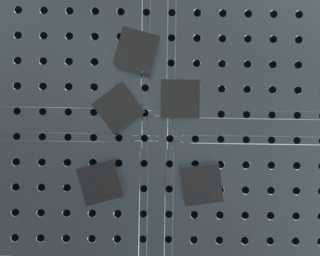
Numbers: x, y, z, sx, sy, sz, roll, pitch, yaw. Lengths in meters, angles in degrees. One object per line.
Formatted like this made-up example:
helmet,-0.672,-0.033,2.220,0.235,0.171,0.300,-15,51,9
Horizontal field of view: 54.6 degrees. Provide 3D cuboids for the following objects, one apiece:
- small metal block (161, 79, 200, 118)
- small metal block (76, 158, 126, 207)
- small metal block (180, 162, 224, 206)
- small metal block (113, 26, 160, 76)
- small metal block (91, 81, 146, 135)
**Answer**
small metal block,0.026,-0.038,0.414,0.050,0.025,0.050,1,90,0
small metal block,-0.078,0.071,0.413,0.050,0.025,0.050,-15,90,0
small metal block,0.055,0.074,0.414,0.050,0.025,0.050,-7,90,0
small metal block,-0.030,-0.102,0.413,0.050,0.025,0.050,15,90,0
small metal block,-0.054,-0.026,0.413,0.050,0.025,0.050,-37,90,0
